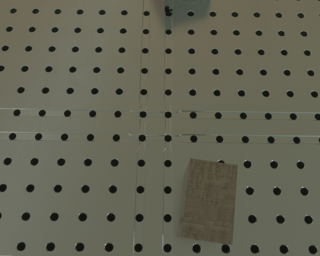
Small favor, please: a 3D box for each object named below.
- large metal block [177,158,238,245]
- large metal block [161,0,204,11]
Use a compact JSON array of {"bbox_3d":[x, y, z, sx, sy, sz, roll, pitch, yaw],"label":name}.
[{"bbox_3d":[0.051,0.086,0.352,0.050,0.080,0.080,8,70,3],"label":"large metal block"},{"bbox_3d":[0.032,-0.243,0.488,0.081,0.050,0.080,-18,71,-7],"label":"large metal block"}]
